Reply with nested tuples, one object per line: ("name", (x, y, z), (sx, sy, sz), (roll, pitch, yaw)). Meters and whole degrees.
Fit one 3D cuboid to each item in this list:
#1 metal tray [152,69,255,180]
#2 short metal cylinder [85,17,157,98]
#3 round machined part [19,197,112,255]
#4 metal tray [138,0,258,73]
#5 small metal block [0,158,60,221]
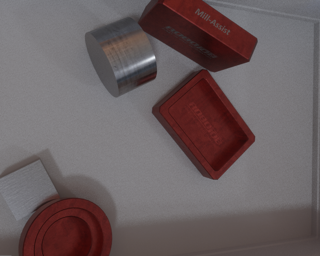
("metal tray", (0.063, -0.004, 0.432), (0.090, 0.030, 0.130), (-43, 104, -15))
("short metal cylinder", (-0.046, -0.082, 0.365), (0.050, 0.080, 0.080), (-28, 100, -18))
("round machined part", (-0.108, 0.129, 0.353), (0.099, 0.042, 0.098), (7, 77, -34))
("metal tray", (0.045, -0.121, 0.393), (0.131, 0.090, 0.030), (27, 81, -19))
("small metal block", (-0.150, 0.069, 0.355), (0.050, 0.025, 0.050), (-28, 99, -18))
